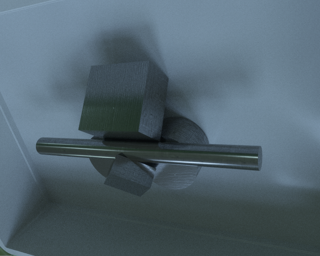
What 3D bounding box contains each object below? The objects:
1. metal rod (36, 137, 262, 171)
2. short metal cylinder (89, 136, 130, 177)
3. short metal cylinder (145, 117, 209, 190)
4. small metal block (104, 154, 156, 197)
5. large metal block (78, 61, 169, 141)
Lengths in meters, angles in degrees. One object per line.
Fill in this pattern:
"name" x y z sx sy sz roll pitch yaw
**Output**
"metal rod" -0.034 0.028 0.376 0.301 0.025 0.025 1 119 27
"short metal cylinder" -0.054 0.031 0.437 0.080 0.050 0.079 13 124 20
"short metal cylinder" 0.018 0.032 0.400 0.080 0.050 0.079 13 124 20
"small metal block" -0.038 0.060 0.384 0.050 0.025 0.050 21 151 -8
"large metal block" -0.041 -0.029 0.366 0.080 0.050 0.080 1 76 27
